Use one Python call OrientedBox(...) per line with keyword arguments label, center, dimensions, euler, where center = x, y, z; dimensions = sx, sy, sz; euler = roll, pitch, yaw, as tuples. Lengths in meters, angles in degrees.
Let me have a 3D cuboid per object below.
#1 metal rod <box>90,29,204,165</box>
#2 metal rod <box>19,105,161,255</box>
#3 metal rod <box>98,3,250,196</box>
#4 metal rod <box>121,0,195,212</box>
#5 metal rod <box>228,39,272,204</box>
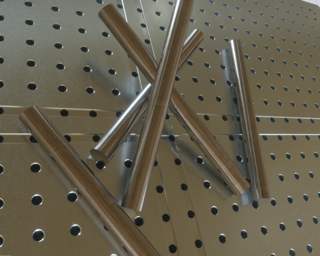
OrientedBox(label="metal rod", center=(-0.002, -0.064, 0.445), dimensions=(0.025, 0.025, 0.301), euler=(37, 51, -3))
OrientedBox(label="metal rod", center=(-0.046, 0.096, 0.324), dimensions=(0.300, 0.025, 0.025), euler=(49, 51, 6))
OrientedBox(label="metal rod", center=(0.020, -0.036, 0.412), dimensions=(0.025, 0.025, 0.300), euler=(-39, 92, -39))
OrientedBox(label="metal rod", center=(0.004, -0.050, 0.382), dimensions=(0.025, 0.025, 0.299), euler=(19, 72, -17))
OrientedBox(label="metal rod", center=(0.139, -0.028, 0.499), dimensions=(0.025, 0.025, 0.300), euler=(14, 56, -21))
